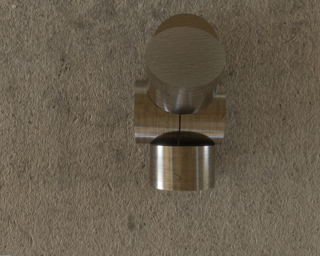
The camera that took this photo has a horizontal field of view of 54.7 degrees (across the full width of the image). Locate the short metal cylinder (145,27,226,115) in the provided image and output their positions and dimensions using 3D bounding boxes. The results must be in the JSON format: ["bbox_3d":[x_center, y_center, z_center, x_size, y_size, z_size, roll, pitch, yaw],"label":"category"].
[{"bbox_3d":[0.025,-0.061,0.333,0.081,0.050,0.080,1,61,-1],"label":"short metal cylinder"}]

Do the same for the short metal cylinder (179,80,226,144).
[{"bbox_3d":[0.049,-0.019,0.384,0.050,0.080,0.079,0,90,0],"label":"short metal cylinder"}]

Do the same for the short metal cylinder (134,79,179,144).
[{"bbox_3d":[-0.004,-0.020,0.384,0.050,0.080,0.079,1,90,-1],"label":"short metal cylinder"}]

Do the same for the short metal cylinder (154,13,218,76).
[{"bbox_3d":[0.031,-0.099,0.400,0.081,0.050,0.079,0,90,-1],"label":"short metal cylinder"}]

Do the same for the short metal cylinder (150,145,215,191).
[{"bbox_3d":[0.027,0.045,0.384,0.081,0.080,0.050,0,90,-1],"label":"short metal cylinder"}]
